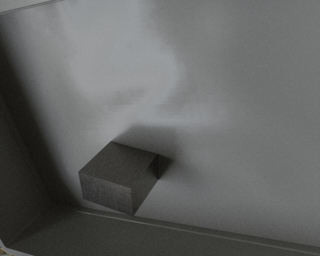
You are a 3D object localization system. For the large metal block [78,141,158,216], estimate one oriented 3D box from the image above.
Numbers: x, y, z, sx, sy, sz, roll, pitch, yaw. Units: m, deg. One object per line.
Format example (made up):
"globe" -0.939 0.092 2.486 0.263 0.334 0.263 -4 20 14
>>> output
"large metal block" -0.056 0.069 0.444 0.080 0.080 0.050 13 124 21
